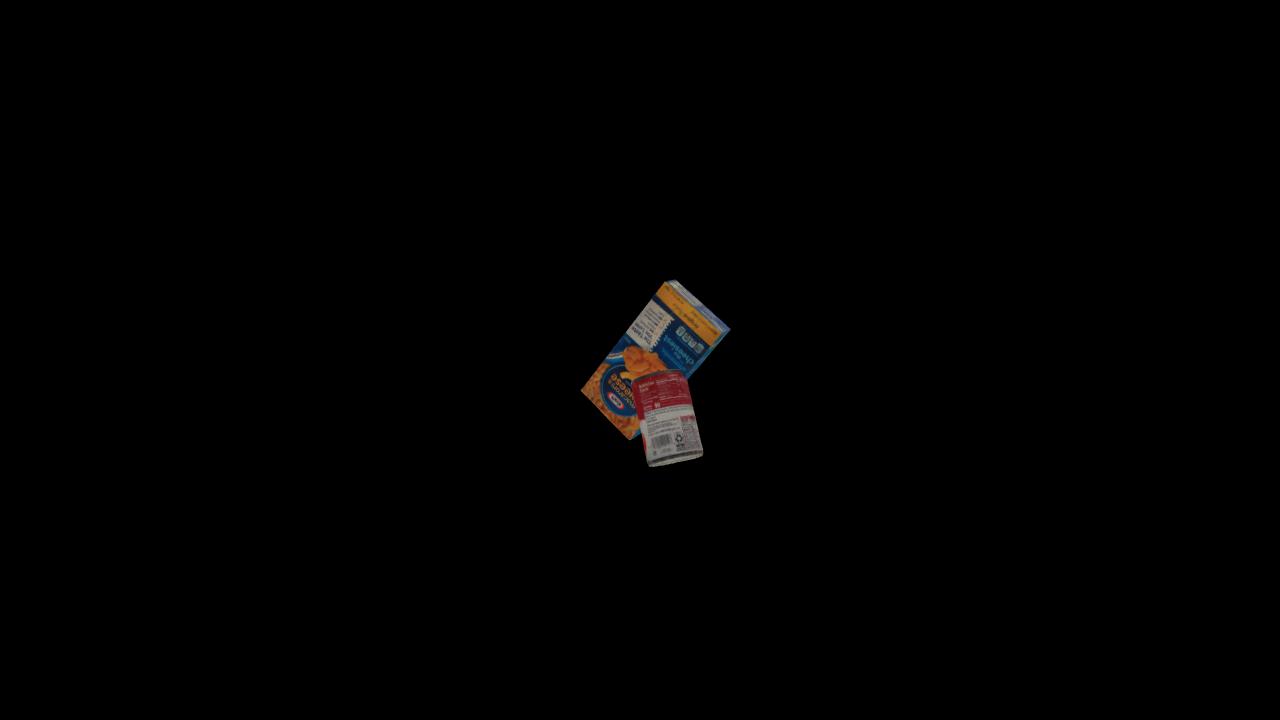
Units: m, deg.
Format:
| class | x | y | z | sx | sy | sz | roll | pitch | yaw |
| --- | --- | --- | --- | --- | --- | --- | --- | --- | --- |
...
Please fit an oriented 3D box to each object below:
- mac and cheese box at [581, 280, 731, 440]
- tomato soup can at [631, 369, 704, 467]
| class | x | y | z | sx | sy | sz | roll | pitch | yaw |
| --- | --- | --- | --- | --- | --- | --- | --- | --- | --- |
| mac and cheese box | 0.015 | 0.002 | 0.743 | 0.093 | 0.184 | 0.041 | 43 | 25 | 11 |
| tomato soup can | 0.032 | 0.068 | 0.715 | 0.068 | 0.101 | 0.068 | -11 | -15 | -3 |
